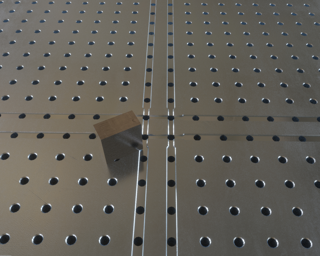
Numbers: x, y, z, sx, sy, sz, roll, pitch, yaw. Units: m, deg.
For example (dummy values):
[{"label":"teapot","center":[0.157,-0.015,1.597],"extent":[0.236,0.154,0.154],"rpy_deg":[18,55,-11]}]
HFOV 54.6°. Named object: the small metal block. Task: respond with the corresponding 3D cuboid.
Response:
[{"label":"small metal block","center":[-0.050,0.012,0.382],"extent":[0.050,0.050,0.025],"rpy_deg":[-22,54,-18]}]
